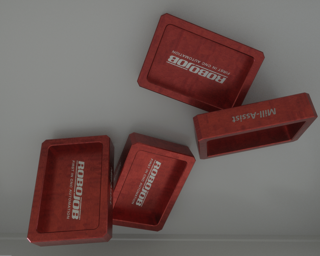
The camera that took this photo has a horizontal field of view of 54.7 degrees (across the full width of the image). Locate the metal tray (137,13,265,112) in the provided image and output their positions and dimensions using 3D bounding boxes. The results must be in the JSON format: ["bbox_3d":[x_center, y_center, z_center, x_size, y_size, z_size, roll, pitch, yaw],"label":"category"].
[{"bbox_3d":[0.048,-0.074,0.381,0.131,0.030,0.089,20,109,-7],"label":"metal tray"}]

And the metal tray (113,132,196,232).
[{"bbox_3d":[-0.019,0.078,0.426,0.091,0.030,0.129,16,110,-20],"label":"metal tray"}]

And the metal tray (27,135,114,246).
[{"bbox_3d":[-0.106,0.075,0.387,0.091,0.130,0.030,-4,150,1],"label":"metal tray"}]

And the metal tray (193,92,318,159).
[{"bbox_3d":[0.109,0.002,0.379,0.131,0.090,0.030,-12,69,4],"label":"metal tray"}]
